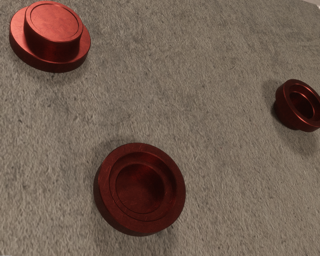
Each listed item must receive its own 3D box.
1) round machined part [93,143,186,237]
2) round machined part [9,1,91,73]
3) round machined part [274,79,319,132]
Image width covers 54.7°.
[{"bbox_3d":[-0.025,0.069,0.339,0.099,0.042,0.098,14,56,-21],"label":"round machined part"},{"bbox_3d":[-0.137,-0.122,0.394,0.099,0.042,0.098,14,56,-21],"label":"round machined part"},{"bbox_3d":[0.243,-0.035,0.548,0.099,0.042,0.098,14,56,-21],"label":"round machined part"}]
